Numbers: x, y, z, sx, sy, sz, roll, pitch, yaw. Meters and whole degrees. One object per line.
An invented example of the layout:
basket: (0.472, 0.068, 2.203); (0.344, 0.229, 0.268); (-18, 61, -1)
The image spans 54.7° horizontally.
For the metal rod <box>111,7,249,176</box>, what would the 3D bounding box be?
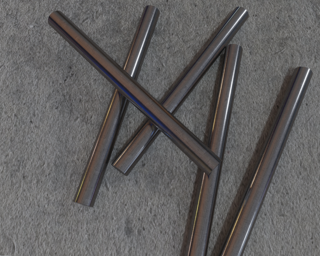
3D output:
metal rod: (0.037, -0.061, 0.430); (0.025, 0.025, 0.300); (34, 73, 11)

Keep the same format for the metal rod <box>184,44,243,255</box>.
metal rod: (0.073, 0.022, 0.401); (0.025, 0.025, 0.299); (13, 70, 4)

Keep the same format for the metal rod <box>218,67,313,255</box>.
metal rod: (0.135, 0.046, 0.392); (0.025, 0.025, 0.300); (26, 72, 9)

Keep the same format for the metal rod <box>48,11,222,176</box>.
metal rod: (-0.041, -0.053, 0.399); (0.025, 0.025, 0.300); (-43, 76, -14)

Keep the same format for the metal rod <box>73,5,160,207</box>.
metal rod: (-0.052, -0.043, 0.423); (0.025, 0.025, 0.299); (15, 70, 5)
